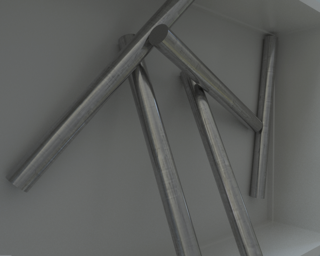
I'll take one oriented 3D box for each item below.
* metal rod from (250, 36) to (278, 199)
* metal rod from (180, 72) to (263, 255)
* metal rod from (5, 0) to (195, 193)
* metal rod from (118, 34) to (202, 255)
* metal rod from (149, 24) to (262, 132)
[{"bbox_3d":[0.193,-0.022,0.571,0.025,0.025,0.298,12,83,-40],"label":"metal rod"},{"bbox_3d":[0.080,0.055,0.396,0.025,0.025,0.299,1,64,-40],"label":"metal rod"},{"bbox_3d":[-0.047,-0.060,0.336,0.300,0.025,0.025,-52,121,-16],"label":"metal rod"},{"bbox_3d":[0.001,0.032,0.342,0.025,0.025,0.299,-4,72,-40],"label":"metal rod"},{"bbox_3d":[0.085,-0.052,0.440,0.301,0.025,0.025,29,72,-49],"label":"metal rod"}]
